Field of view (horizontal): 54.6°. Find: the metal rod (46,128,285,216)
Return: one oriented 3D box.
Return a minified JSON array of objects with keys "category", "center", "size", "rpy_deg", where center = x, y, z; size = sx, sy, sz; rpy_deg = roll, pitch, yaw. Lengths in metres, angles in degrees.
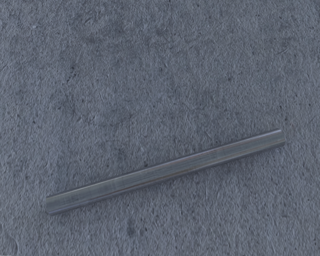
[{"category":"metal rod","center":[0.012,0.053,0.388],"size":[0.302,0.025,0.025],"rpy_deg":[-16,71,-6]}]
